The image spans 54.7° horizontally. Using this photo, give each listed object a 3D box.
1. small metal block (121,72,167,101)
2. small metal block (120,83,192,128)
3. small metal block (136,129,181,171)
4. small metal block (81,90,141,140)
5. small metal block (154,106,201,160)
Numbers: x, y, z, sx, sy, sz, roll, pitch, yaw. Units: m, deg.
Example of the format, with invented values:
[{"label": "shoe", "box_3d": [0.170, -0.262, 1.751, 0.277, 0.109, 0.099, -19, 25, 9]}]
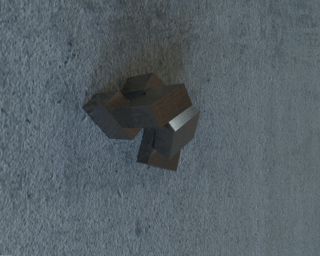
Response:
[{"label": "small metal block", "box_3d": [-0.013, -0.040, 0.381, 0.050, 0.050, 0.025, 39, 66, -33]}, {"label": "small metal block", "box_3d": [-0.004, -0.023, 0.323, 0.050, 0.050, 0.025, -36, 113, -34]}, {"label": "small metal block", "box_3d": [0.001, 0.027, 0.409, 0.050, 0.025, 0.050, 21, 77, -38]}, {"label": "small metal block", "box_3d": [-0.053, -0.013, 0.348, 0.025, 0.050, 0.050, -53, 121, -27]}, {"label": "small metal block", "box_3d": [0.020, 0.003, 0.377, 0.050, 0.025, 0.050, -38, 151, -33]}]
